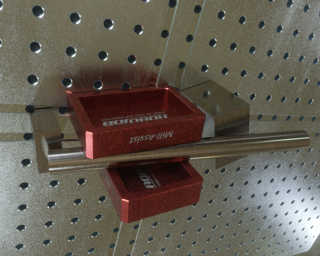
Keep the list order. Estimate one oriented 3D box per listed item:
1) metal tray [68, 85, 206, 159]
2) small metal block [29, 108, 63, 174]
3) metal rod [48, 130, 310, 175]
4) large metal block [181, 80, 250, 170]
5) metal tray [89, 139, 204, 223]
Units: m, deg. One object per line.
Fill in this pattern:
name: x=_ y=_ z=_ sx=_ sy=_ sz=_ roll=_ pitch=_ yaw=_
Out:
metal tray: x=-0.027 y=-0.013 z=0.347 sx=0.131 sy=0.090 sz=0.030 roll=-9 pitch=123 yaw=-24
small metal block: x=-0.124 y=0.013 z=0.336 sx=0.025 sy=0.050 sz=0.050 roll=-8 pitch=122 yaw=-25
metal rod: x=0.035 y=0.024 z=0.349 sx=0.302 sy=0.025 sz=0.025 roll=-4 pitch=121 yaw=-16
large metal block: x=0.072 y=-0.006 z=0.412 sx=0.050 sy=0.080 sz=0.079 roll=-21 pitch=127 yaw=-17
metal tray: x=-0.022 y=0.043 z=0.360 sx=0.091 sy=0.130 sz=0.030 roll=-9 pitch=123 yaw=-24
